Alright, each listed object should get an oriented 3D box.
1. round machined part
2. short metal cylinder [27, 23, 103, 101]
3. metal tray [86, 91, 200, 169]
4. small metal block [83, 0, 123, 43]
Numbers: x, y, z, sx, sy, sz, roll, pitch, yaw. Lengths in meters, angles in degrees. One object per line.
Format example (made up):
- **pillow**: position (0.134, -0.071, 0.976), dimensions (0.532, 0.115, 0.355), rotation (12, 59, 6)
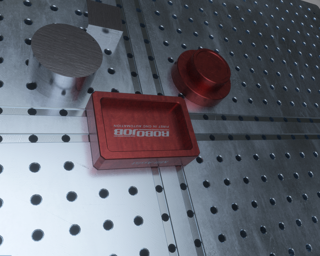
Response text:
- **round machined part**: position (0.072, -0.086, 0.488), dimensions (0.099, 0.042, 0.098), rotation (14, 56, -21)
- **short metal cylinder**: position (-0.116, -0.079, 0.378), dimensions (0.081, 0.050, 0.080), rotation (14, 56, -21)
- **metal tray**: position (-0.021, 0.002, 0.391), dimensions (0.131, 0.030, 0.090), rotation (1, 61, -28)
- **small metal block**: position (-0.085, -0.157, 0.458), dimensions (0.050, 0.025, 0.050), rotation (4, 60, -26)
